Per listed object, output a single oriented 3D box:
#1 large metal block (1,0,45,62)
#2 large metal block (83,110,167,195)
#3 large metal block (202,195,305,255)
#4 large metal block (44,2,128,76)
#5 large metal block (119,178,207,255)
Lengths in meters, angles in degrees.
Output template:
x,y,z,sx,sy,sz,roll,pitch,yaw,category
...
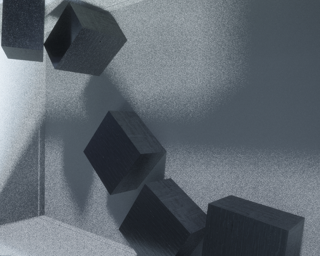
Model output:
x,y,z,sx,sy,sz,roll,pitch,yaw,category
-0.194,-0.145,0.445,0.080,0.050,0.079,180,92,-69,large metal block
-0.051,0.033,0.430,0.080,0.050,0.080,51,120,27,large metal block
0.092,0.122,0.314,0.080,0.050,0.079,11,97,39,large metal block
-0.110,-0.127,0.459,0.080,0.081,0.050,-43,64,31,large metal block
0.006,0.122,0.384,0.080,0.050,0.080,43,116,31,large metal block
